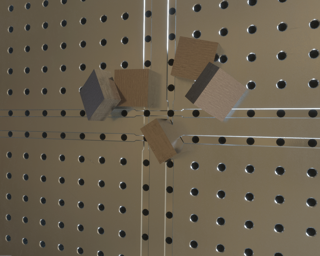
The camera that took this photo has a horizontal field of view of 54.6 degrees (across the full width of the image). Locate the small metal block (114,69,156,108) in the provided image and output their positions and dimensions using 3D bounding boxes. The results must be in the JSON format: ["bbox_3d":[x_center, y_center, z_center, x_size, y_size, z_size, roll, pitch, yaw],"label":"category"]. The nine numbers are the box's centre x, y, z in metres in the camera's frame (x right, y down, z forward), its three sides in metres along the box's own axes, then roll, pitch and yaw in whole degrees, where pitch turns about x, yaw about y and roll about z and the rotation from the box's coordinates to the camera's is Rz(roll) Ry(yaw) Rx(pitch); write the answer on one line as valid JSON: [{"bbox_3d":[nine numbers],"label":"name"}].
[{"bbox_3d":[-0.035,-0.054,0.425,0.050,0.025,0.050,2,91,20],"label":"small metal block"}]

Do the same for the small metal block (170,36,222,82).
[{"bbox_3d":[0.046,-0.085,0.396,0.050,0.025,0.050,16,95,19],"label":"small metal block"}]

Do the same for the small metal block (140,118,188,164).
[{"bbox_3d":[0.006,0.016,0.397,0.025,0.050,0.050,-33,79,17],"label":"small metal block"}]

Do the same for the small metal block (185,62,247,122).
[{"bbox_3d":[0.067,-0.043,0.374,0.050,0.050,0.025,-55,32,12],"label":"small metal block"}]

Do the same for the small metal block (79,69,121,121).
[{"bbox_3d":[-0.083,-0.044,0.426,0.050,0.025,0.050,-45,57,39],"label":"small metal block"}]
